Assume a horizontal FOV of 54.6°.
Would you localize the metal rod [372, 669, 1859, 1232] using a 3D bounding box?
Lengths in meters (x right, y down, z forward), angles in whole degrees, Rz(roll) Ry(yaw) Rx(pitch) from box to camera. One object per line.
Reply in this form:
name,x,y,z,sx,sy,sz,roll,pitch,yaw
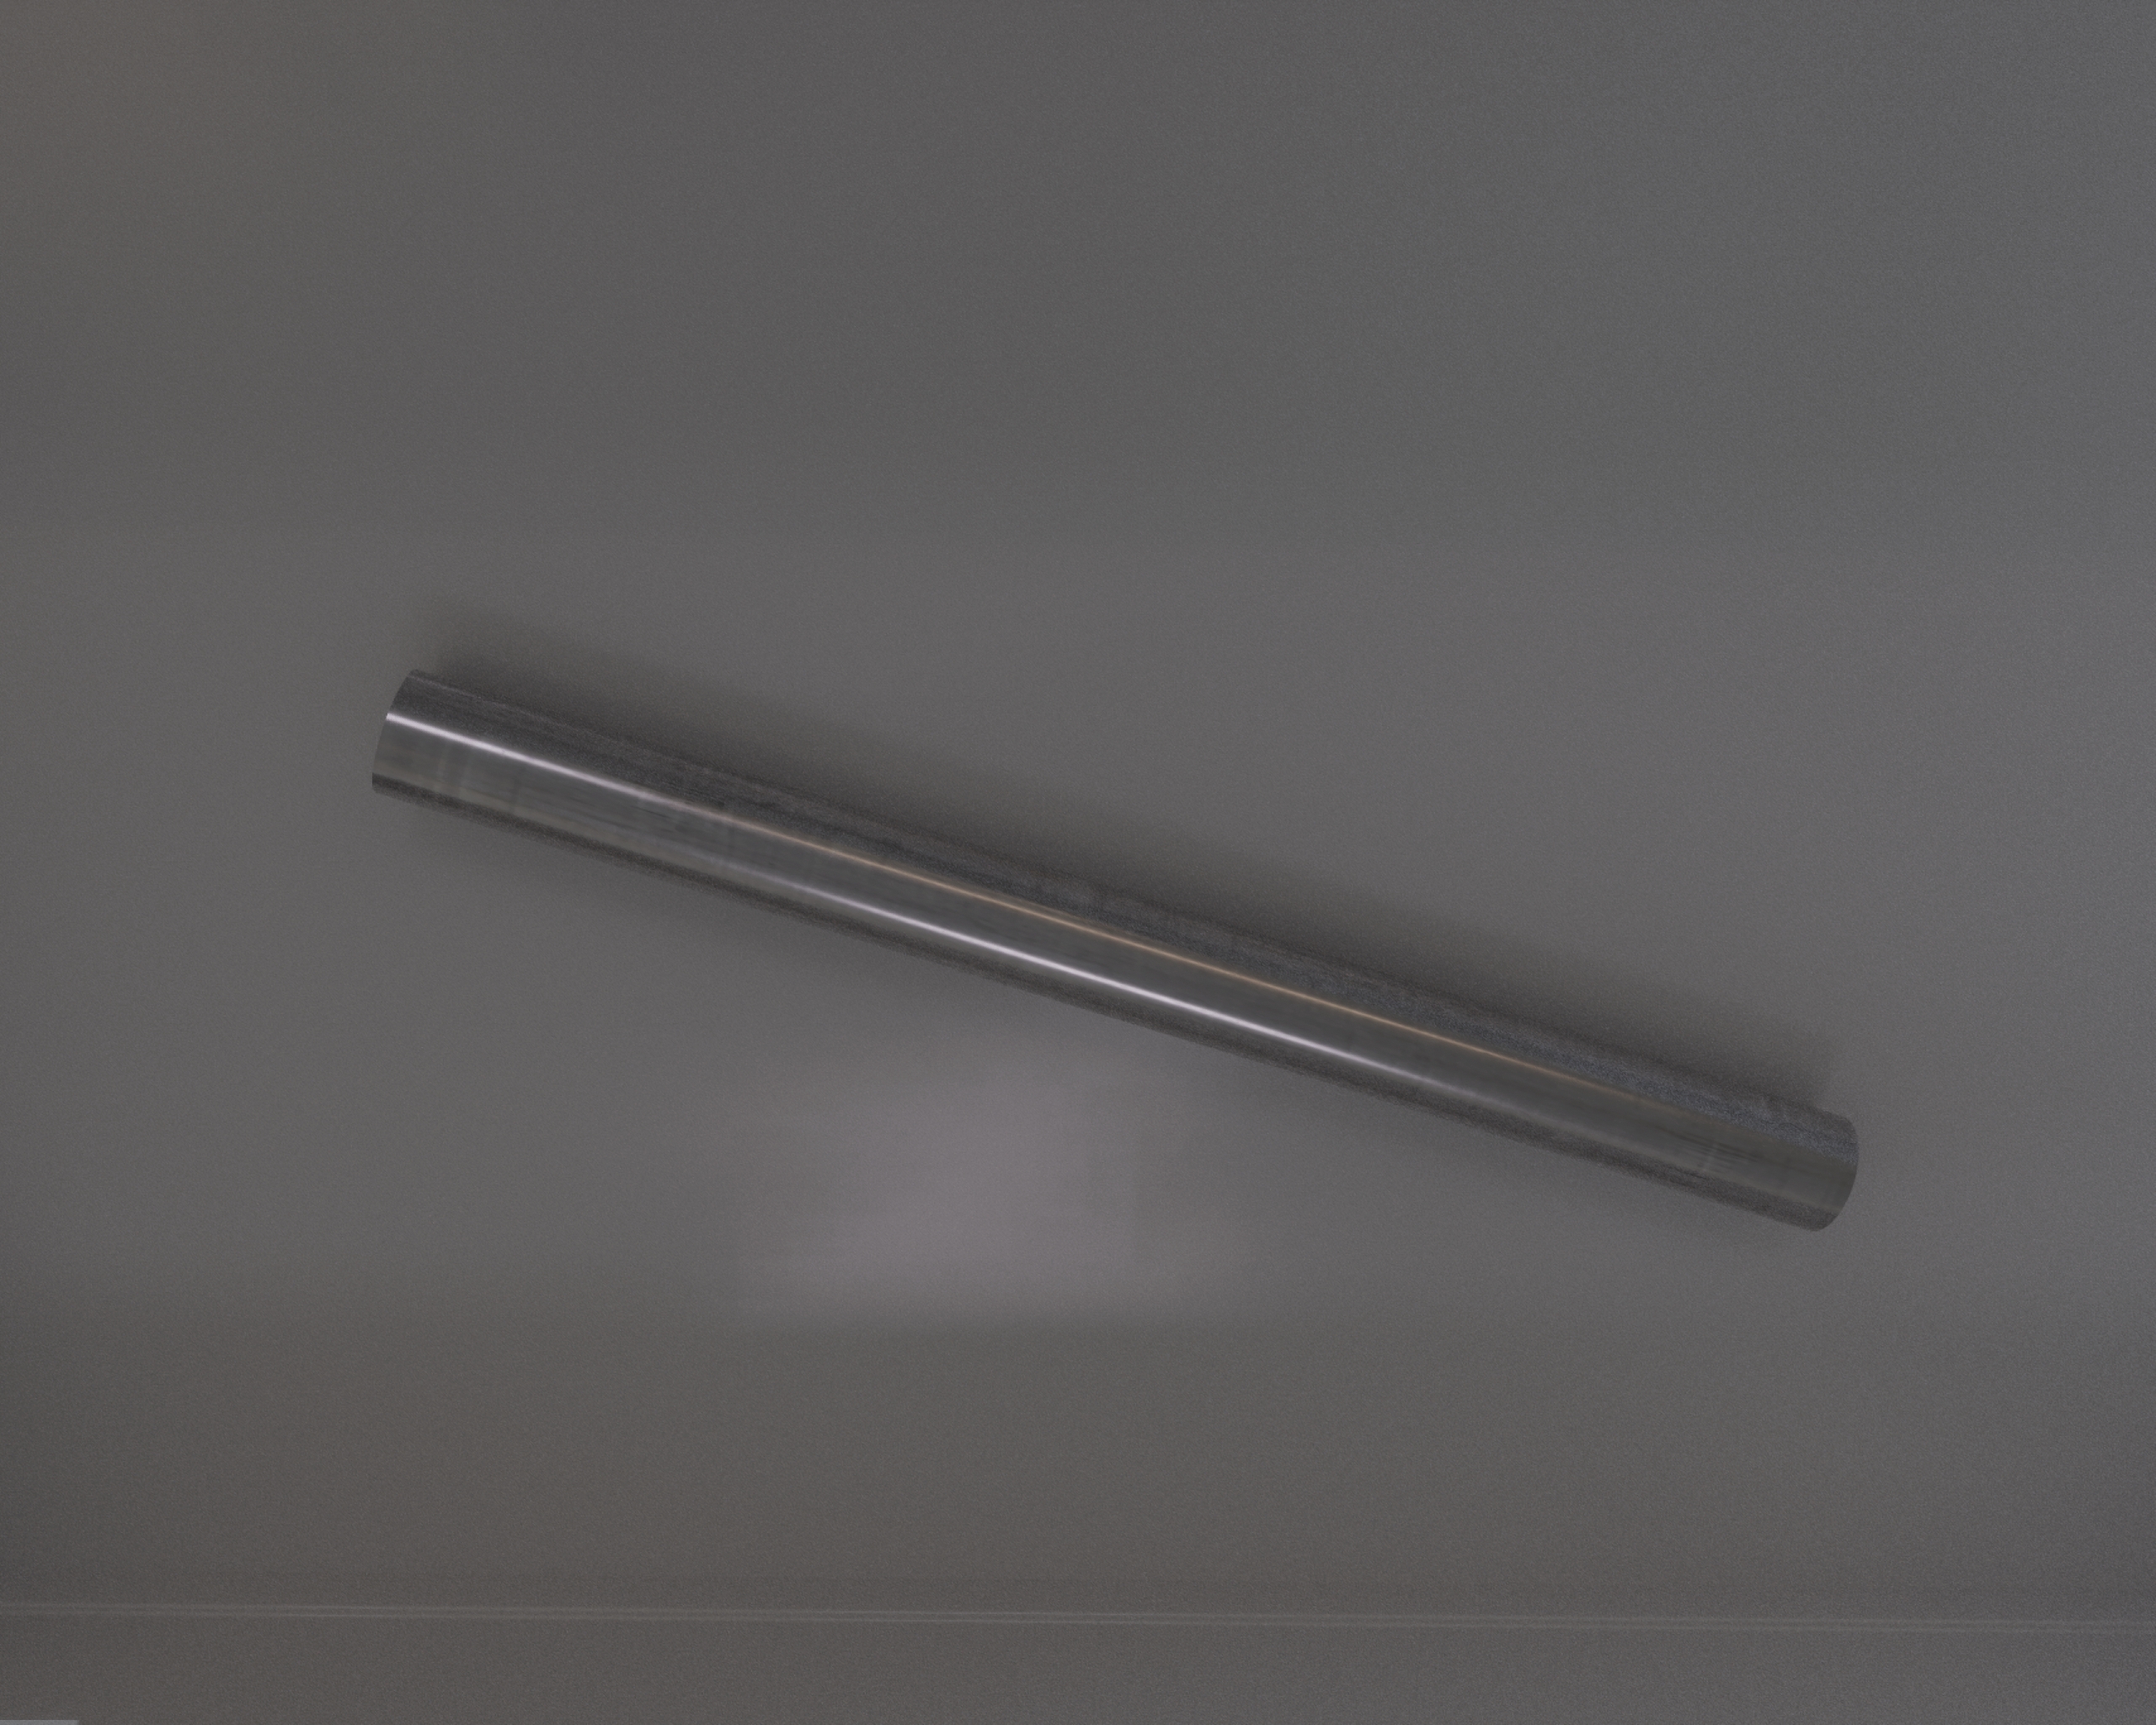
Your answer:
metal rod,0.013,0.020,0.417,0.302,0.025,0.025,17,109,-7
